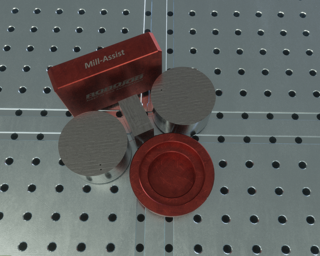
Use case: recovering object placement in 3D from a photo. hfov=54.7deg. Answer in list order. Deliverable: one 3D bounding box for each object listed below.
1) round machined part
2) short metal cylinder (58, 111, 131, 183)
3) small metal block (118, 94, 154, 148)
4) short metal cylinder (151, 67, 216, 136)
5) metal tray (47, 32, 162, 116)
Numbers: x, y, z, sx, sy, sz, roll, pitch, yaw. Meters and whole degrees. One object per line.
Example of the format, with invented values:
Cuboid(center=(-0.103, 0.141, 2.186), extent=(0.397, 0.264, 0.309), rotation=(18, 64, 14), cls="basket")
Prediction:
Cuboid(center=(0.014, 0.058, 0.377), extent=(0.099, 0.042, 0.098), rotation=(0, 70, 0), cls="round machined part")
Cuboid(center=(-0.078, 0.025, 0.385), extent=(0.081, 0.050, 0.080), rotation=(0, 70, 0), cls="short metal cylinder")
Cuboid(center=(-0.029, -0.008, 0.396), extent=(0.025, 0.050, 0.050), rotation=(-24, 72, -8), cls="small metal block")
Cuboid(center=(0.029, -0.033, 0.407), extent=(0.081, 0.050, 0.080), rotation=(0, 70, 0), cls="short metal cylinder")
Cuboid(center=(-0.063, -0.064, 0.395), extent=(0.131, 0.090, 0.030), rotation=(-22, 72, -8), cls="metal tray")
